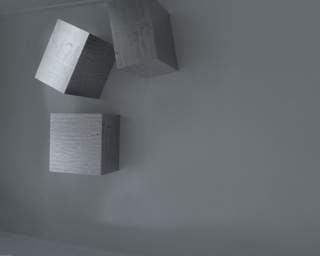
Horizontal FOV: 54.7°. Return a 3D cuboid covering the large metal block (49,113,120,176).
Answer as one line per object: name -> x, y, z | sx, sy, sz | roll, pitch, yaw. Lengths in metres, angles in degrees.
large metal block -> -0.104, 0.020, 0.434 | 0.080, 0.050, 0.080 | 1, 91, 20

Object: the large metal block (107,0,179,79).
large metal block -> -0.018, -0.111, 0.388 | 0.050, 0.080, 0.080 | -10, 87, 20

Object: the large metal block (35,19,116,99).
large metal block -> -0.108, -0.089, 0.419 | 0.050, 0.080, 0.080 | 28, 99, 18
